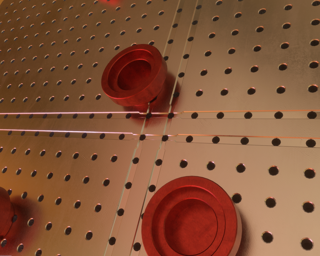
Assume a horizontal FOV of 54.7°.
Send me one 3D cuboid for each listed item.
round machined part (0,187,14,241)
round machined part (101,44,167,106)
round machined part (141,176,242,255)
[{"bbox_3d":[-0.253,0.132,0.447,0.098,0.042,0.098,-13,56,20],"label":"round machined part"},{"bbox_3d":[-0.034,-0.073,0.458,0.098,0.042,0.098,-13,56,20],"label":"round machined part"},{"bbox_3d":[0.034,0.102,0.316,0.098,0.042,0.098,-13,56,20],"label":"round machined part"}]
